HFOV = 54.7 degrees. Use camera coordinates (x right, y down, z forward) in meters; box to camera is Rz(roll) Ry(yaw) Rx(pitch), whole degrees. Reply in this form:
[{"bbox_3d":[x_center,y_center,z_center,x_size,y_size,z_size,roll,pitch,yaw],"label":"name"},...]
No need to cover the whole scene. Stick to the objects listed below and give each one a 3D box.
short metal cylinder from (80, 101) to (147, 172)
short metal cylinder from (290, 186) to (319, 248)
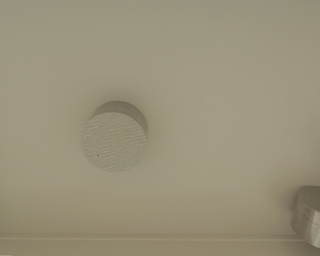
[{"bbox_3d":[-0.057,0.010,0.401,0.081,0.050,0.079,0,110,-1],"label":"short metal cylinder"},{"bbox_3d":[0.230,0.123,0.431,0.081,0.080,0.050,4,110,-2],"label":"short metal cylinder"}]
